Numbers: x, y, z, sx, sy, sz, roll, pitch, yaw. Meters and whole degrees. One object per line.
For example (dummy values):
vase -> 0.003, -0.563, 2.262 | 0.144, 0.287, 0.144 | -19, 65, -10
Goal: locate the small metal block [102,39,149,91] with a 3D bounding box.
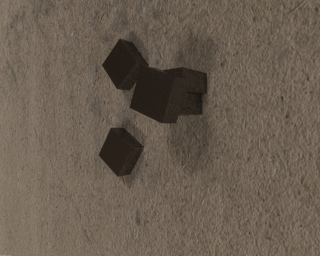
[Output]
small metal block -> -0.050, -0.090, 0.444 | 0.050, 0.025, 0.050 | -48, 62, 29

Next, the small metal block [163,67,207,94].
small metal block -> 0.021, -0.053, 0.369 | 0.050, 0.050, 0.025 | 0, 90, 40

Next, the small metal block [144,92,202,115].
small metal block -> 0.016, -0.028, 0.374 | 0.050, 0.050, 0.025 | -1, 90, 39

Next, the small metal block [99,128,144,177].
small metal block -> -0.057, 0.034, 0.450 | 0.050, 0.025, 0.050 | 41, 115, 32

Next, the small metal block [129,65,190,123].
small metal block -> -0.001, -0.037, 0.339 | 0.050, 0.025, 0.050 | 27, 106, 36
